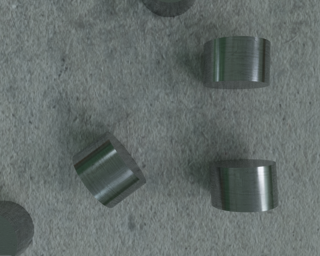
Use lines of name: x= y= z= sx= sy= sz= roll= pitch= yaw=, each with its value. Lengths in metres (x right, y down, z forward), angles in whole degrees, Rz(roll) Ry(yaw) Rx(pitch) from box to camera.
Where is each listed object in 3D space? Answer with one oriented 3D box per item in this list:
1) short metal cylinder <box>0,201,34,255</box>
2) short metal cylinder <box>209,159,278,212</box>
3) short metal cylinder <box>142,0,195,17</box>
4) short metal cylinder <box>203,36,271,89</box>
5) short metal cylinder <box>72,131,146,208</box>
short metal cylinder: x=-0.211 y=0.139 z=0.395 sx=0.081 sy=0.050 sz=0.079 roll=0 pitch=90 yaw=-1
short metal cylinder: x=0.103 y=0.068 z=0.384 sx=0.081 sy=0.080 sz=0.050 roll=-3 pitch=90 yaw=-1
short metal cylinder: x=0.012 y=-0.191 z=0.398 sx=0.081 sy=0.050 sz=0.079 roll=0 pitch=90 yaw=-1
short metal cylinder: x=0.094 y=-0.078 z=0.384 sx=0.081 sy=0.080 sz=0.050 roll=1 pitch=90 yaw=-1
short metal cylinder: x=-0.061 y=0.051 z=0.382 sx=0.050 sy=0.080 sz=0.080 roll=-37 pitch=90 yaw=0
